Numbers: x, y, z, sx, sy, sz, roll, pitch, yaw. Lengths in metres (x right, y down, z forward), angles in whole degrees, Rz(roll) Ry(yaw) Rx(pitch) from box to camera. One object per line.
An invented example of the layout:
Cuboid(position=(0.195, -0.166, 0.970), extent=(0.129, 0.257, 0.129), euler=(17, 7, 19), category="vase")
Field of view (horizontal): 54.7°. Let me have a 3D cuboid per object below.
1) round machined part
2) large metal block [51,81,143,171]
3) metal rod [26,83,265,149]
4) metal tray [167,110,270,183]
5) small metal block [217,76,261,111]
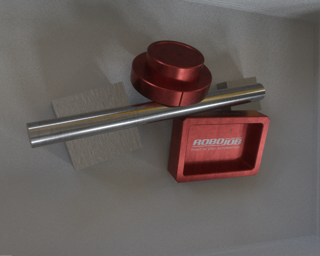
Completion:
Cuboid(position=(0.016, -0.072, 0.375), extent=(0.099, 0.098, 0.042), euler=(-5, 132, -20), category="round machined part")
Cuboid(position=(-0.076, -0.003, 0.367), extent=(0.081, 0.050, 0.080), euler=(-19, 97, -19), category="large metal block")
Cuboid(position=(0.006, -0.022, 0.365), extent=(0.303, 0.025, 0.025), euler=(-12, 95, -27), category="metal rod")
Cuboid(position=(0.080, 0.023, 0.422), extent=(0.131, 0.030, 0.089), euler=(-2, 110, -21), category="metal tray")
Cuboid(position=(0.116, -0.045, 0.453), extent=(0.050, 0.025, 0.050), euler=(-12, 94, -20), category="small metal block")
